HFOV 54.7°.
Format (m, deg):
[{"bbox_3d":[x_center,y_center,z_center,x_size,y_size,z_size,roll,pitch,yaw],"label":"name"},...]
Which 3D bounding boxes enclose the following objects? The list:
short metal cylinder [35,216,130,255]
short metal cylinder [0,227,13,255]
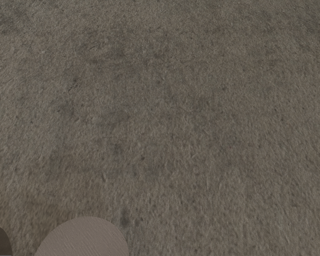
[{"bbox_3d":[-0.066,0.128,0.279,0.081,0.050,0.080,0,50,0],"label":"short metal cylinder"},{"bbox_3d":[-0.165,0.127,0.259,0.050,0.080,0.080,-6,50,-5],"label":"short metal cylinder"}]
